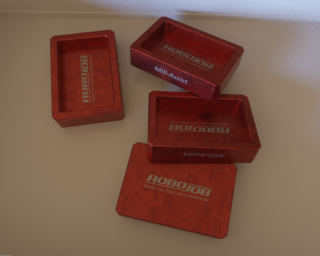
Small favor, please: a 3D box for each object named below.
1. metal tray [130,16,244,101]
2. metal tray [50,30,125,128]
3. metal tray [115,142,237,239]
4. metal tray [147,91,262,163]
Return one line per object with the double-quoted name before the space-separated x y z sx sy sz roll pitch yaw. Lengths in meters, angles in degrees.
"metal tray" 0.037 -0.098 0.423 0.130 0.030 0.090 27 55 14
"metal tray" -0.102 -0.071 0.431 0.091 0.030 0.129 -7 70 -3
"metal tray" 0.021 0.076 0.380 0.131 0.030 0.090 12 70 4
"metal tray" 0.050 -0.003 0.388 0.131 0.030 0.090 2 50 -4
